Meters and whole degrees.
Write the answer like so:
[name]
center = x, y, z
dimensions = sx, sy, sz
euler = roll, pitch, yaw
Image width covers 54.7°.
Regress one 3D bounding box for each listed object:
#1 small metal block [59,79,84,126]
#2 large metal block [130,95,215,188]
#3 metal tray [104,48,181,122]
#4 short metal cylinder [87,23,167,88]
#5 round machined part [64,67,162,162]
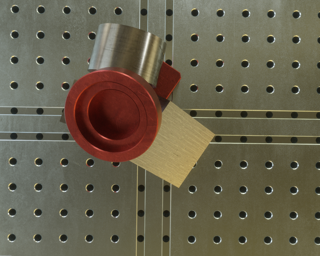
[small metal block]
center = -0.091, -0.027, 0.368
dimensions = 0.025, 0.050, 0.050
euler = 19, 90, 0
[large metal block]
center = 0.007, 0.015, 0.383
dimensions = 0.080, 0.050, 0.080
euler = 34, 90, -31
[metal tray]
center = -0.044, -0.040, 0.411
dimensions = 0.090, 0.030, 0.130
euler = 35, 90, -1
[short metal cylinder]
center = -0.037, -0.080, 0.355
dimensions = 0.080, 0.080, 0.050
euler = 13, 90, -1
[round machined part]
center = -0.046, -0.016, 0.330
dimensions = 0.098, 0.042, 0.097
euler = 4, 110, 10
